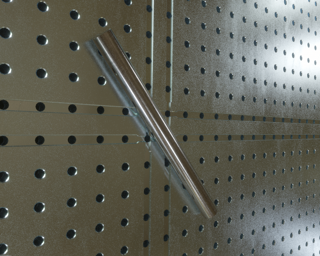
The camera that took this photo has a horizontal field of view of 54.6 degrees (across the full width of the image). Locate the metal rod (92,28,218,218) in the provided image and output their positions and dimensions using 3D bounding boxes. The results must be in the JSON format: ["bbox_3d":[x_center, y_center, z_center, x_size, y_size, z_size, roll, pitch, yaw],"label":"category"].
[{"bbox_3d":[0.005,0.010,0.411,0.025,0.025,0.299,-46,117,-30],"label":"metal rod"}]
